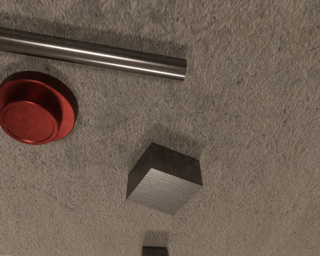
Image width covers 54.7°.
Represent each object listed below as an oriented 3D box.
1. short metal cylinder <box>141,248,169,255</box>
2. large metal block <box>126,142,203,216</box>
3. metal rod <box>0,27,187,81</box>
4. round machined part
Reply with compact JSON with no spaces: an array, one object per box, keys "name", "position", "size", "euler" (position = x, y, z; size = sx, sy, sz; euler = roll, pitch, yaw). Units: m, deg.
[{"name":"short metal cylinder","position":[-0.012,0.280,0.610],"size":[0.050,0.080,0.079],"euler":[5,130,-5]},{"name":"large metal block","position":[0.005,0.077,0.456],"size":[0.080,0.050,0.080],"euler":[22,126,-19]},{"name":"metal rod","position":[-0.121,-0.087,0.331],"size":[0.302,0.025,0.025],"euler":[8,130,-8]},{"name":"round machined part","position":[-0.154,-0.017,0.379],"size":[0.099,0.042,0.097],"euler":[-1,130,0]}]
